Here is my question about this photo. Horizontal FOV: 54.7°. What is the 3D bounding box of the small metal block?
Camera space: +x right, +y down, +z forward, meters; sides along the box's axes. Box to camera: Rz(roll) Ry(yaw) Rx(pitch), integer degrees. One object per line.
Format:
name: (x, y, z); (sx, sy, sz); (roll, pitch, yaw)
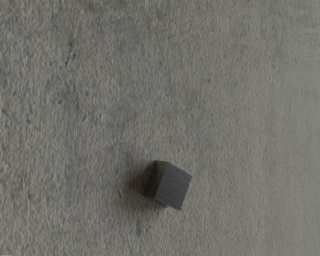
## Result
small metal block: (0.011, 0.077, 0.416); (0.050, 0.025, 0.050); (35, 69, -35)
